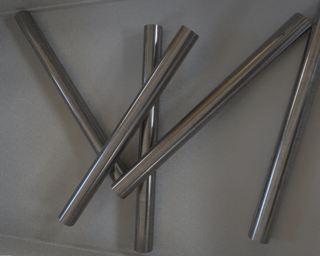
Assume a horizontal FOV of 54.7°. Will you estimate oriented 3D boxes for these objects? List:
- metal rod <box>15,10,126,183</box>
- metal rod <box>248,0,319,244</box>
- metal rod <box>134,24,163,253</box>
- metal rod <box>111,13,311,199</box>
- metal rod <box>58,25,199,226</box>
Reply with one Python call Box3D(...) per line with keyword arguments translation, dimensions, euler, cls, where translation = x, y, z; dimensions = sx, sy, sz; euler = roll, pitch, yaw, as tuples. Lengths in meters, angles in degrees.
Box3D(translation=(-0.135, -0.053, 0.458), dimensions=(0.025, 0.025, 0.299), euler=(-37, 78, 16), cls="metal rod")
Box3D(translation=(0.156, -0.012, 0.355), dimensions=(0.025, 0.025, 0.298), euler=(17, 96, 19), cls="metal rod")
Box3D(translation=(-0.016, 0.015, 0.415), dimensions=(0.025, 0.025, 0.298), euler=(3, 91, 20), cls="metal rod")
Box3D(translation=(0.055, -0.020, 0.375), dimensions=(0.300, 0.025, 0.025), euler=(-43, 77, 8), cls="metal rod")
Box3D(translation=(-0.046, 0.006, 0.398), dimensions=(0.025, 0.025, 0.299), euler=(38, 102, 16), cls="metal rod")
